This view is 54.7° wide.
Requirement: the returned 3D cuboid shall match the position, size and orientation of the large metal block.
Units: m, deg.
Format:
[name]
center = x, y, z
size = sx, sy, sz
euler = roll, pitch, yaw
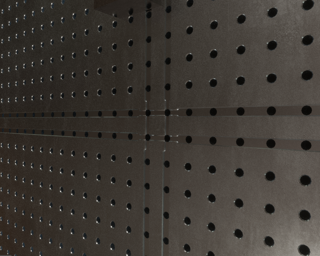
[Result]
[large metal block]
center = -0.046, -0.207, 0.429
size = 0.080, 0.050, 0.079
euler = 0, 90, 39
